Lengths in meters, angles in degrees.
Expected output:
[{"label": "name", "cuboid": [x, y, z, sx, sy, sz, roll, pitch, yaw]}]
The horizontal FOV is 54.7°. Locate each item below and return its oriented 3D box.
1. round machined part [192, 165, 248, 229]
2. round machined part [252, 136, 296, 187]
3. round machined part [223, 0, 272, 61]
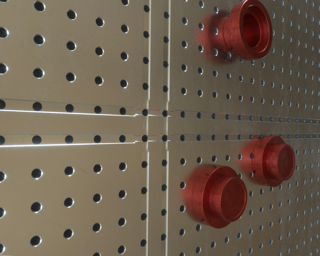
[{"label": "round machined part", "cuboid": [0.100, 0.108, 0.485, 0.099, 0.042, 0.097, 0, 90, -40]}, {"label": "round machined part", "cuboid": [0.221, 0.063, 0.587, 0.099, 0.042, 0.097, 0, 90, -40]}, {"label": "round machined part", "cuboid": [0.145, -0.162, 0.522, 0.099, 0.042, 0.097, 0, 90, -40]}]
